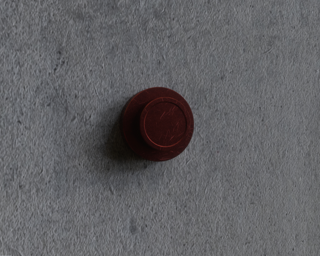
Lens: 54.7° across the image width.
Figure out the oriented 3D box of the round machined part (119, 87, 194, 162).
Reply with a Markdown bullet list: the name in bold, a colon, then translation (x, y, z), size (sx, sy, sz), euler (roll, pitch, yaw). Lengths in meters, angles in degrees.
- **round machined part**: translation (0.000, -0.005, 0.402), size (0.099, 0.042, 0.097), euler (0, 90, -21)
